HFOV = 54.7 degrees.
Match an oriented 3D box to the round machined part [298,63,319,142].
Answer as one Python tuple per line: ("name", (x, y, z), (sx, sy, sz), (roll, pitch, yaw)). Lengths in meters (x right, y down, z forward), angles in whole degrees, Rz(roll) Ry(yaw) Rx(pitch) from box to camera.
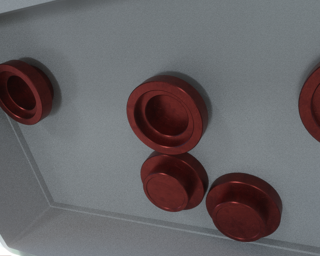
("round machined part", (0.182, -0.027, 0.281), (0.098, 0.042, 0.097), (16, 124, 25))

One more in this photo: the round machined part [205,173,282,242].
("round machined part", (0.107, 0.111, 0.410), (0.098, 0.042, 0.097), (13, 124, 21))

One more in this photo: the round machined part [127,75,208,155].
("round machined part", (0.012, -0.019, 0.380), (0.098, 0.042, 0.097), (13, 124, 21))

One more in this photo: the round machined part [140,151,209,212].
("round machined part", (0.015, 0.079, 0.439), (0.098, 0.042, 0.097), (13, 124, 21))

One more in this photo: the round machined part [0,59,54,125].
("round machined part", (-0.202, -0.057, 0.469), (0.098, 0.042, 0.097), (13, 124, 21))
